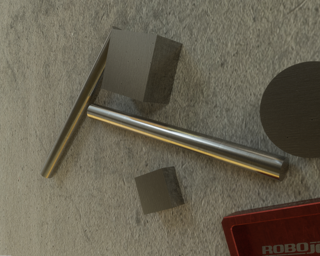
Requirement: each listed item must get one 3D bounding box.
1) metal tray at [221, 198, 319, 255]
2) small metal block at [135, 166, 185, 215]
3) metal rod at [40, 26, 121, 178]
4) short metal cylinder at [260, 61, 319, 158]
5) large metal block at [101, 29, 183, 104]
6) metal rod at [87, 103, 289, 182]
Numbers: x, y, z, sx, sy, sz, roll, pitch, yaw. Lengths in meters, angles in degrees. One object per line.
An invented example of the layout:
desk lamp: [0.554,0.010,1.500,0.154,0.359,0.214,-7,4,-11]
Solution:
metal tray: [0.131,0.118,0.292,0.130,0.030,0.090,-23,76,37]
small metal block: [-0.001,0.082,0.404,0.050,0.025,0.050,-25,75,37]
metal rod: [-0.134,-0.029,0.512,0.025,0.025,0.298,48,118,29]
short metal cylinder: [0.138,-0.015,0.275,0.080,0.050,0.079,0,90,39]
large metal block: [-0.026,-0.081,0.408,0.080,0.050,0.079,21,103,37]
metal rod: [0.009,0.007,0.395,0.300,0.025,0.025,16,101,38]
